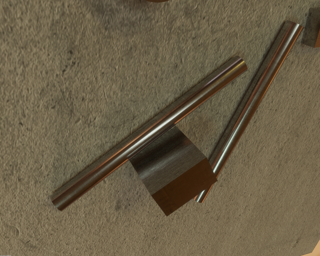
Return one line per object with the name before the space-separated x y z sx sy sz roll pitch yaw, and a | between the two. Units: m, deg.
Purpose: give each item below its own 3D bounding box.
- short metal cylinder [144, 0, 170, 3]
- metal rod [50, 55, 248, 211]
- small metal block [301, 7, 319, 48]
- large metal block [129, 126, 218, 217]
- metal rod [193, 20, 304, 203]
short metal cylinder | -0.011 -0.162 0.285 0.081 0.050 0.079 -14 124 -21
metal rod | -0.012 0.005 0.403 0.301 0.025 0.025 -37 129 -3
small metal block | 0.238 -0.146 0.447 0.050 0.025 0.050 -13 124 -22
large metal block | 0.016 0.055 0.414 0.080 0.080 0.050 -34 129 -6
metal rod | 0.122 -0.013 0.465 0.025 0.025 0.298 13 112 -34
